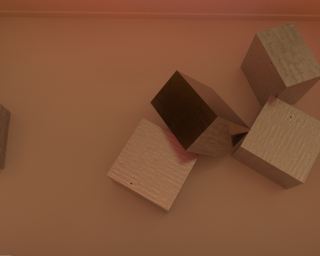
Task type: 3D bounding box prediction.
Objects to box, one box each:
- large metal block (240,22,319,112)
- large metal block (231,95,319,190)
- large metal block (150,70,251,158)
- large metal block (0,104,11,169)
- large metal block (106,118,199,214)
[{"bbox_3d":[0.156,-0.076,0.409,0.050,0.080,0.080,-19,71,-7],"label":"large metal block"},{"bbox_3d":[0.150,0.019,0.390,0.080,0.050,0.080,31,73,10],"label":"large metal block"},{"bbox_3d":[0.048,-0.014,0.368,0.050,0.080,0.080,-49,54,20],"label":"large metal block"},{"bbox_3d":[-0.245,0.010,0.391,0.081,0.050,0.080,-3,70,-1],"label":"large metal block"},{"bbox_3d":[-0.006,0.047,0.379,0.080,0.050,0.080,28,72,10],"label":"large metal block"}]
